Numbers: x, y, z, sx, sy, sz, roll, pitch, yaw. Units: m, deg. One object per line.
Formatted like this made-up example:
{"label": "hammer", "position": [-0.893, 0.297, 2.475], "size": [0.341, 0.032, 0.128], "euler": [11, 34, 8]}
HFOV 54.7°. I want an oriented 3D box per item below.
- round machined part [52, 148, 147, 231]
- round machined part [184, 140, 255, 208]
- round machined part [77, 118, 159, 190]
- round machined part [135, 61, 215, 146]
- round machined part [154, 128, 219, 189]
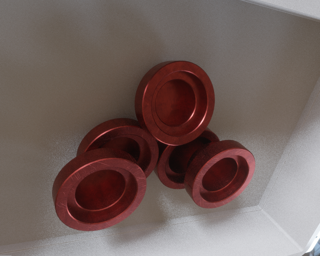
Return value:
{"label": "round machined part", "position": [-0.068, 0.063, 0.343], "size": [0.099, 0.042, 0.097], "euler": [-14, 124, -21]}
{"label": "round machined part", "position": [0.075, 0.057, 0.419], "size": [0.099, 0.042, 0.097], "euler": [-14, 124, -21]}
{"label": "round machined part", "position": [-0.054, 0.030, 0.385], "size": [0.099, 0.042, 0.097], "euler": [-14, 124, -21]}
{"label": "round machined part", "position": [0.014, -0.031, 0.371], "size": [0.099, 0.042, 0.097], "euler": [-7, 104, -29]}
{"label": "round machined part", "position": [0.033, 0.035, 0.435], "size": [0.099, 0.042, 0.097], "euler": [-14, 124, -21]}
